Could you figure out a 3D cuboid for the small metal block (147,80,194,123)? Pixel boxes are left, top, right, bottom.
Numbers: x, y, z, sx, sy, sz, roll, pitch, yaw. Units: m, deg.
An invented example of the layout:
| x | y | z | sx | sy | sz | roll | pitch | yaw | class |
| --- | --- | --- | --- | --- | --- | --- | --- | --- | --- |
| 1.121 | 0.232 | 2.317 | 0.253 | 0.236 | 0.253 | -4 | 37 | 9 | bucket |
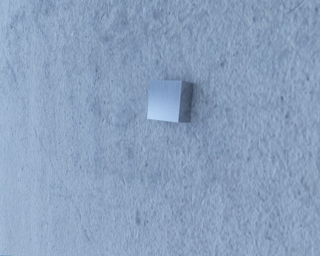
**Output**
| x | y | z | sx | sy | sz | roll | pitch | yaw | class |
| --- | --- | --- | --- | --- | --- | --- | --- | --- | --- |
| 0.013 | -0.034 | 0.393 | 0.050 | 0.025 | 0.050 | 8 | 95 | 39 | small metal block |
